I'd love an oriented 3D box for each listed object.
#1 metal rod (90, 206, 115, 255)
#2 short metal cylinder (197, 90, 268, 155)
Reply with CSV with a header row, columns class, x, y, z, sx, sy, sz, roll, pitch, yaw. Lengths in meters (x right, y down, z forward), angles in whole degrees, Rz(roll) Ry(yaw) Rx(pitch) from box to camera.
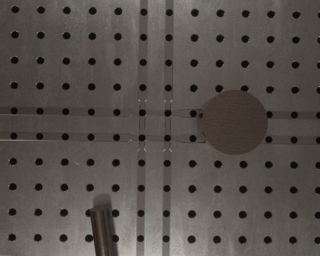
class,x,y,z,sx,sy,sz,roll,pitch,yaw
metal rod,-0.061,0.255,0.412,0.025,0.025,0.298,-8,90,0
short metal cylinder,0.091,-0.007,0.402,0.081,0.050,0.079,0,90,-1
